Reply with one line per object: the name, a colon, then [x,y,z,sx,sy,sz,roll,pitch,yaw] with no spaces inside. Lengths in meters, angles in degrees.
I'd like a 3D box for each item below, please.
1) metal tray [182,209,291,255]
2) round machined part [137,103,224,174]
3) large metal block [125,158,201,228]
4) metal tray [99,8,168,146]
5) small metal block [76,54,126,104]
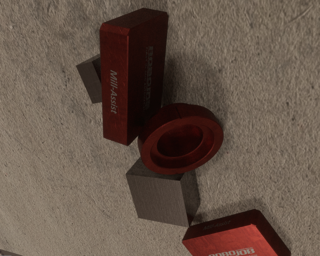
metal tray: [0.109,0.175,0.454,0.130,0.030,0.090,-30,102,37]
round machined part: [0.021,0.009,0.368,0.099,0.042,0.097,-10,136,-10]
large metal block: [0.007,0.087,0.440,0.080,0.050,0.079,2,120,26]
metal tray: [-0.027,-0.056,0.342,0.030,0.090,0.129,17,125,18]
small metal block: [-0.070,-0.065,0.386,0.025,0.050,0.050,-6,116,31]
